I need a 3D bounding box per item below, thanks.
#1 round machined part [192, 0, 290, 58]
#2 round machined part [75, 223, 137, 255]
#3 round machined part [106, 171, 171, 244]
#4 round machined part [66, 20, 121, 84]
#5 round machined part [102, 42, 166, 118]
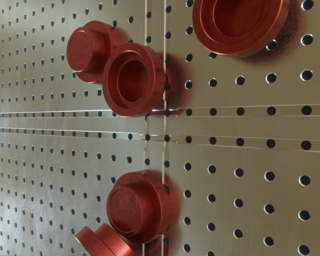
[{"bbox_3d":[0.086,-0.122,0.326,0.098,0.042,0.097,0,90,39],"label":"round machined part"},{"bbox_3d":[-0.070,0.172,0.432,0.098,0.042,0.098,37,154,23],"label":"round machined part"},{"bbox_3d":[-0.036,0.110,0.426,0.098,0.042,0.097,0,90,39],"label":"round machined part"},{"bbox_3d":[-0.109,-0.120,0.486,0.098,0.042,0.097,0,90,39],"label":"round machined part"},{"bbox_3d":[-0.031,-0.063,0.421,0.098,0.042,0.097,0,90,39],"label":"round machined part"}]
